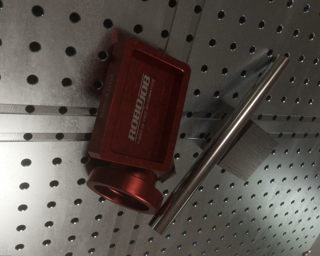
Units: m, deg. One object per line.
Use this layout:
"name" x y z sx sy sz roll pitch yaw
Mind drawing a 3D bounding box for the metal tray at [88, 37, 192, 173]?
"metal tray" -0.019 -0.022 0.346 0.091 0.030 0.129 18 81 -34

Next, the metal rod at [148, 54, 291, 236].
"metal rod" 0.087 0.017 0.427 0.300 0.025 0.025 -51 130 -9

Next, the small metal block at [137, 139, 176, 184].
"small metal block" -0.007 0.038 0.413 0.025 0.050 0.050 -30 130 -25

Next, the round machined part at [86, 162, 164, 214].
"round machined part" -0.041 0.072 0.400 0.098 0.098 0.042 47 56 -40

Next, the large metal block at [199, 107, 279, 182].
"large metal block" 0.124 0.027 0.482 0.080 0.050 0.080 31 101 -39
